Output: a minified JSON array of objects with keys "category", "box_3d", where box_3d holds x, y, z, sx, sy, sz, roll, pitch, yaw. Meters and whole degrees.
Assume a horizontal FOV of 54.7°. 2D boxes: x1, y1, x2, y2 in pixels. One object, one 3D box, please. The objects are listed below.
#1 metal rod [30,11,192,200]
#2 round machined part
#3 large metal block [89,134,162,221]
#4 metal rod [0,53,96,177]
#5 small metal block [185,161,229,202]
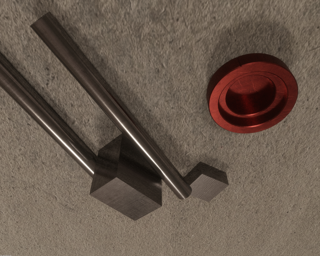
[{"category":"metal rod","box_3d":[-0.042,-0.007,0.386,0.025,0.025,0.300,-26,122,20]},{"category":"round machined part","box_3d":[0.103,-0.043,0.361,0.099,0.042,0.097,-1,130,0]},{"category":"large metal block","box_3d":[-0.043,0.068,0.428,0.050,0.080,0.080,-35,122,26]},{"category":"metal rod","box_3d":[-0.132,0.005,0.409,0.025,0.025,0.299,-22,127,17]},{"category":"small metal block","box_3d":[0.069,0.084,0.480,0.050,0.025,0.050,25,126,-20]}]
